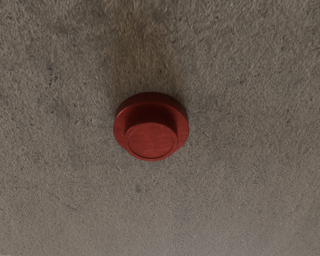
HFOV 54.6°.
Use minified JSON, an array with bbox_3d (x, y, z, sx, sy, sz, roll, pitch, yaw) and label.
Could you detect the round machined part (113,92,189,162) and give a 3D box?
[{"bbox_3d":[-0.011,0.006,0.400,0.099,0.042,0.097,0,130,0],"label":"round machined part"}]
